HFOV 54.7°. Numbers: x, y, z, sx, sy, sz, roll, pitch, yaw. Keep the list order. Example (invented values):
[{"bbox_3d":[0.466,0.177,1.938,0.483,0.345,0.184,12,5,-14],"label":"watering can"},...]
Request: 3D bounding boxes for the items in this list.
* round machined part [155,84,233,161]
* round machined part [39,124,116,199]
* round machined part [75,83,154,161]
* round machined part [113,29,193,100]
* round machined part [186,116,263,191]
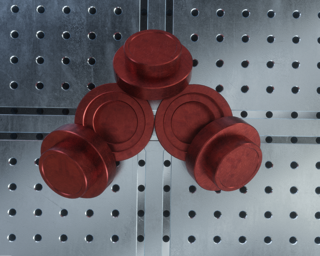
[{"bbox_3d":[0.042,-0.006,0.405,0.099,0.042,0.097,0,90,-1],"label":"round machined part"},{"bbox_3d":[-0.107,0.047,0.380,0.098,0.042,0.097,10,119,20],"label":"round machined part"},{"bbox_3d":[-0.057,-0.007,0.403,0.099,0.042,0.097,0,90,-1],"label":"round machined part"},{"bbox_3d":[-0.009,-0.084,0.379,0.099,0.042,0.098,1,52,0],"label":"round machined part"},{"bbox_3d":[0.085,0.038,0.379,0.099,0.042,0.097,-13,123,-22],"label":"round machined part"}]
